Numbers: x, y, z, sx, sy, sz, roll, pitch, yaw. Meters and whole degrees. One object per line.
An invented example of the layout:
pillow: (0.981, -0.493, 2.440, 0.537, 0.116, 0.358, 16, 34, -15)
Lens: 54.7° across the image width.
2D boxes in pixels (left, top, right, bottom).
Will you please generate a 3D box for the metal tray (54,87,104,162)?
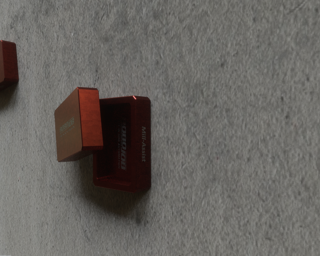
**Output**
metal tray: (-0.129, 0.000, 0.477, 0.130, 0.030, 0.090, -23, 71, 55)

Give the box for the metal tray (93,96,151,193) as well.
metal tray: (-0.056, 0.022, 0.445, 0.090, 0.030, 0.129, 0, 90, 39)

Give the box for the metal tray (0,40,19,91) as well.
metal tray: (-0.368, -0.133, 0.701, 0.130, 0.030, 0.089, -12, 82, 39)
